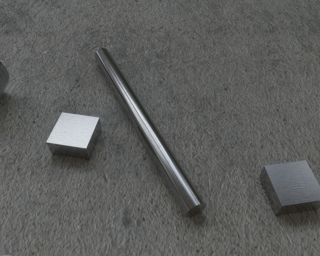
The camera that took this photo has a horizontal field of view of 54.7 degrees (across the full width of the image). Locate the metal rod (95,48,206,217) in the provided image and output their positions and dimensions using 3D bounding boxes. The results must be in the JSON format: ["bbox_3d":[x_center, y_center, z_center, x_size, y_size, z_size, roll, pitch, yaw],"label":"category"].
[{"bbox_3d":[-0.028,-0.015,0.415,0.025,0.025,0.300,-21,53,-17],"label":"metal rod"}]

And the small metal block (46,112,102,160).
[{"bbox_3d":[-0.107,0.010,0.394,0.050,0.025,0.050,8,50,7],"label":"small metal block"}]

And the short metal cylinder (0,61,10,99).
[{"bbox_3d":[-0.255,-0.062,0.418,0.080,0.080,0.050,2,50,1],"label":"short metal cylinder"}]

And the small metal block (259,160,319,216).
[{"bbox_3d":[0.147,0.067,0.348,0.050,0.025,0.050,-7,50,-6],"label":"small metal block"}]
